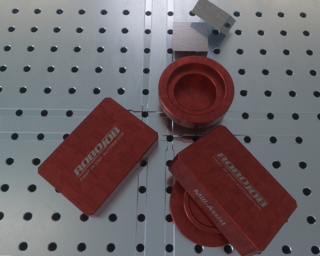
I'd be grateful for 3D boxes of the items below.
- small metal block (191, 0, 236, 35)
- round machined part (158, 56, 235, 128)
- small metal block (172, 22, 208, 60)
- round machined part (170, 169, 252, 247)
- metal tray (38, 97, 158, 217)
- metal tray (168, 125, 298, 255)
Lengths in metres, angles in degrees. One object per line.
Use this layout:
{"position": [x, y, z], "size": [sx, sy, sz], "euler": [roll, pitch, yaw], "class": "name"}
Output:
{"position": [0.080, -0.164, 0.456], "size": [0.050, 0.050, 0.025], "euler": [39, 111, 13], "class": "small metal block"}
{"position": [0.047, -0.045, 0.419], "size": [0.099, 0.042, 0.098], "euler": [0, 70, 0], "class": "round machined part"}
{"position": [0.044, -0.128, 0.459], "size": [0.050, 0.025, 0.050], "euler": [1, 70, 0], "class": "small metal block"}
{"position": [0.061, 0.090, 0.370], "size": [0.099, 0.042, 0.098], "euler": [0, 70, 0], "class": "round machined part"}
{"position": [-0.075, 0.035, 0.396], "size": [0.090, 0.030, 0.130], "euler": [37, 74, 12], "class": "metal tray"}
{"position": [0.084, 0.067, 0.358], "size": [0.091, 0.030, 0.130], "euler": [-30, 72, -38], "class": "metal tray"}
